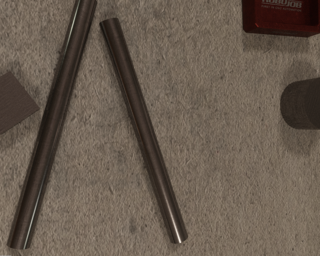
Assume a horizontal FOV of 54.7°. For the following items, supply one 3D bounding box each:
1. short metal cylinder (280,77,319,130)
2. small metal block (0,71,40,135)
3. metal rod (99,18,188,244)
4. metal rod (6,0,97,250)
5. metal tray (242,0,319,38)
[{"bbox_3d":[0.239,-0.037,0.486,0.081,0.050,0.079,0,90,-21],"label":"short metal cylinder"},{"bbox_3d":[-0.172,-0.028,0.346,0.050,0.025,0.050,-38,103,-16],"label":"small metal block"},{"bbox_3d":[-0.019,0.009,0.402,0.025,0.025,0.298,-20,97,-19],"label":"metal rod"},{"bbox_3d":[-0.124,-0.012,0.363,0.025,0.025,0.299,16,85,-20],"label":"metal rod"},{"bbox_3d":[0.191,-0.192,0.478,0.131,0.030,0.089,-3,91,-21],"label":"metal tray"}]
